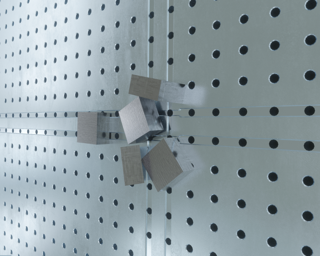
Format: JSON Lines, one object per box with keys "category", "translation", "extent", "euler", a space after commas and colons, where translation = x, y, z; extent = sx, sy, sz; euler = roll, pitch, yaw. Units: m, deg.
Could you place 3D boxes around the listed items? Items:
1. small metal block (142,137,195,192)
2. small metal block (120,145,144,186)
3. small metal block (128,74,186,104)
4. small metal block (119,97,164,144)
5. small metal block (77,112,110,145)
{"category": "small metal block", "translation": [0.009, 0.047, 0.403], "extent": [0.050, 0.025, 0.050], "euler": [-45, 63, 31]}
{"category": "small metal block", "translation": [-0.039, 0.051, 0.425], "extent": [0.050, 0.025, 0.050], "euler": [135, 127, -79]}
{"category": "small metal block", "translation": [-0.003, -0.050, 0.397], "extent": [0.050, 0.050, 0.025], "euler": [18, 101, 38]}
{"category": "small metal block", "translation": [-0.027, -0.010, 0.429], "extent": [0.050, 0.025, 0.050], "euler": [-32, 71, 43]}
{"category": "small metal block", "translation": [-0.108, 0.000, 0.500], "extent": [0.050, 0.025, 0.050], "euler": [3, 92, 40]}
